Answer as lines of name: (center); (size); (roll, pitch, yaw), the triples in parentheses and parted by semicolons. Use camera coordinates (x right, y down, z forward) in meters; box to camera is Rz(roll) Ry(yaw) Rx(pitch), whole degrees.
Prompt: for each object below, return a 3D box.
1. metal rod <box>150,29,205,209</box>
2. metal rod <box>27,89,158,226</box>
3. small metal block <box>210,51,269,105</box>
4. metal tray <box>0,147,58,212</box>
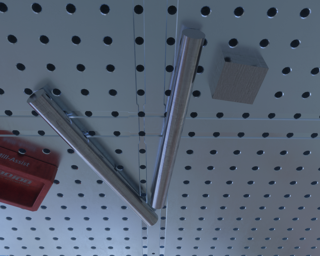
metal rod: (0.016, 0.013, 0.422); (0.025, 0.025, 0.298); (6, 130, -5)
metal rod: (-0.083, 0.062, 0.463); (0.025, 0.025, 0.299); (-22, 127, 17)
small metal block: (0.091, -0.058, 0.364); (0.050, 0.025, 0.050); (7, 130, -7)
metal tray: (-0.234, 0.074, 0.467); (0.131, 0.030, 0.089); (24, 126, -20)
